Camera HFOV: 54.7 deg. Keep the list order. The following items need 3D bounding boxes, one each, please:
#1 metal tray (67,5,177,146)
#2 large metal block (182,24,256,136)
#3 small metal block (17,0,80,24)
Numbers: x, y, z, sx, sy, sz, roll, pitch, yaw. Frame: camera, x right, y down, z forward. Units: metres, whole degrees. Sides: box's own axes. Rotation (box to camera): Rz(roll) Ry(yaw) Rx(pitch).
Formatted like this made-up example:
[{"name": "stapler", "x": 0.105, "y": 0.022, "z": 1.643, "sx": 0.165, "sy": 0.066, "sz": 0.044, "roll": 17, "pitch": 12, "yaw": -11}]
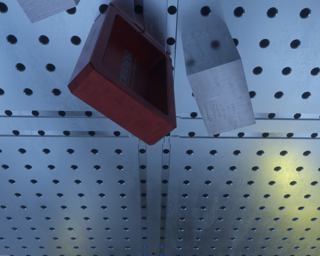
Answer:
[{"name": "metal tray", "x": -0.029, "y": -0.055, "z": 0.296, "sx": 0.090, "sy": 0.130, "sz": 0.030, "roll": 36, "pitch": 121, "yaw": -27}, {"name": "large metal block", "x": 0.062, "y": -0.052, "z": 0.333, "sx": 0.050, "sy": 0.080, "sz": 0.080, "roll": -16, "pitch": 129, "yaw": 13}, {"name": "small metal block", "x": -0.112, "y": -0.135, "z": 0.295, "sx": 0.050, "sy": 0.025, "sz": 0.050, "roll": -16, "pitch": 129, "yaw": 12}]
